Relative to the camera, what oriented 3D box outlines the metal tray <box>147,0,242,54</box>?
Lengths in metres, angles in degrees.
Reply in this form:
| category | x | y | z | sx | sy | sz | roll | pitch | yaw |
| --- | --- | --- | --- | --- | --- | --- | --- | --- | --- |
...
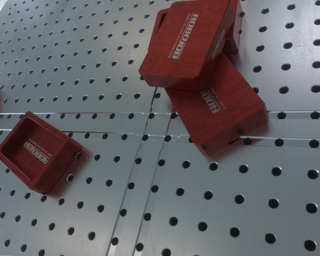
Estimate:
| category | x | y | z | sx | sy | sz | roll | pitch | yaw |
| --- | --- | --- | --- | --- | --- | --- | --- | --- | --- |
| metal tray | 0.053 | -0.148 | 0.469 | 0.130 | 0.030 | 0.090 | -2 | 61 | 27 |

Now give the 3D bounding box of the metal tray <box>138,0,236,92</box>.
| category | x | y | z | sx | sy | sz | roll | pitch | yaw |
| --- | --- | --- | --- | --- | --- | --- | --- | --- | --- |
| metal tray | 0.037 | -0.114 | 0.417 | 0.090 | 0.030 | 0.130 | 11 | 67 | 32 |

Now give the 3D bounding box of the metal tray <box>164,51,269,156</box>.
| category | x | y | z | sx | sy | sz | roll | pitch | yaw |
| --- | --- | --- | --- | --- | --- | --- | --- | --- | --- |
| metal tray | 0.064 | -0.040 | 0.397 | 0.090 | 0.030 | 0.130 | -31 | 52 | 8 |

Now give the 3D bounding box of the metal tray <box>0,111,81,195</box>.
| category | x | y | z | sx | sy | sz | roll | pitch | yaw |
| --- | --- | --- | --- | --- | --- | --- | --- | --- | --- |
| metal tray | -0.194 | 0.035 | 0.487 | 0.130 | 0.030 | 0.090 | 25 | 75 | 37 |
